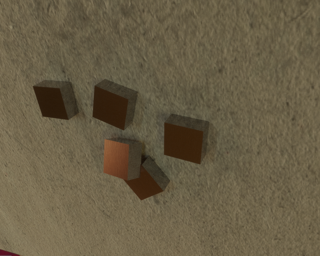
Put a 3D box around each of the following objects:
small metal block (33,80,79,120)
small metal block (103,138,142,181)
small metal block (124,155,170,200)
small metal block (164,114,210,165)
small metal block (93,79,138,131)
[{"bbox_3d":[-0.154,-0.042,0.459,0.050,0.025,0.050,7,122,24],"label":"small metal block"},{"bbox_3d":[-0.054,0.043,0.441,0.050,0.025,0.050,9,99,39],"label":"small metal block"},{"bbox_3d":[-0.022,0.075,0.463,0.050,0.025,0.050,-31,102,37],"label":"small metal block"},{"bbox_3d":[0.033,0.014,0.397,0.050,0.025,0.050,13,124,20],"label":"small metal block"},{"bbox_3d":[-0.061,-0.032,0.418,0.050,0.025,0.050,23,127,14],"label":"small metal block"}]
